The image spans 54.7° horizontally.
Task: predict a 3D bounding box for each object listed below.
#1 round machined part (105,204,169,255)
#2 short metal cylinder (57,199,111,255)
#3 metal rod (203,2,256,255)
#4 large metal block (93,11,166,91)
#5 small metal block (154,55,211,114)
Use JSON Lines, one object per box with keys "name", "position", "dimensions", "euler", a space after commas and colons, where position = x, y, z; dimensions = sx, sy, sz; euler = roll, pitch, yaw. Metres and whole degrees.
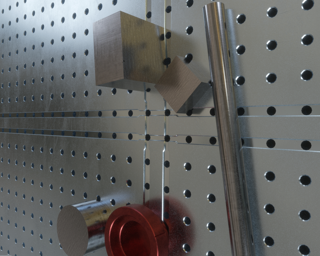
{"name": "round machined part", "position": [-0.027, 0.151, 0.418], "dimensions": [0.098, 0.042, 0.097], "euler": [0, 90, 39]}
{"name": "short metal cylinder", "position": [-0.117, 0.157, 0.487], "dimensions": [0.080, 0.050, 0.079], "euler": [0, 90, 39]}
{"name": "metal rod", "position": [0.077, 0.009, 0.344], "dimensions": [0.025, 0.025, 0.298], "euler": [-10, 84, 39]}
{"name": "large metal block", "position": [-0.037, -0.094, 0.402], "dimensions": [0.050, 0.081, 0.080], "euler": [-6, 87, 39]}
{"name": "small metal block", "position": [0.028, -0.053, 0.385], "dimensions": [0.050, 0.025, 0.050], "euler": [-52, 60, 27]}
